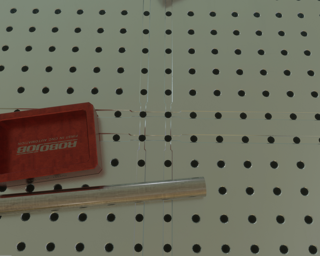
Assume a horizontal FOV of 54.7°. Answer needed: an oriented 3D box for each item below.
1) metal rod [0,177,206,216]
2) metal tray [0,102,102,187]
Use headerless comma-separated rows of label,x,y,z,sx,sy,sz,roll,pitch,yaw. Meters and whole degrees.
metal rod,-0.095,0.085,0.379,0.302,0.025,0.025,-5,70,-2
metal tray,-0.146,0.021,0.399,0.131,0.030,0.090,-8,70,-4
